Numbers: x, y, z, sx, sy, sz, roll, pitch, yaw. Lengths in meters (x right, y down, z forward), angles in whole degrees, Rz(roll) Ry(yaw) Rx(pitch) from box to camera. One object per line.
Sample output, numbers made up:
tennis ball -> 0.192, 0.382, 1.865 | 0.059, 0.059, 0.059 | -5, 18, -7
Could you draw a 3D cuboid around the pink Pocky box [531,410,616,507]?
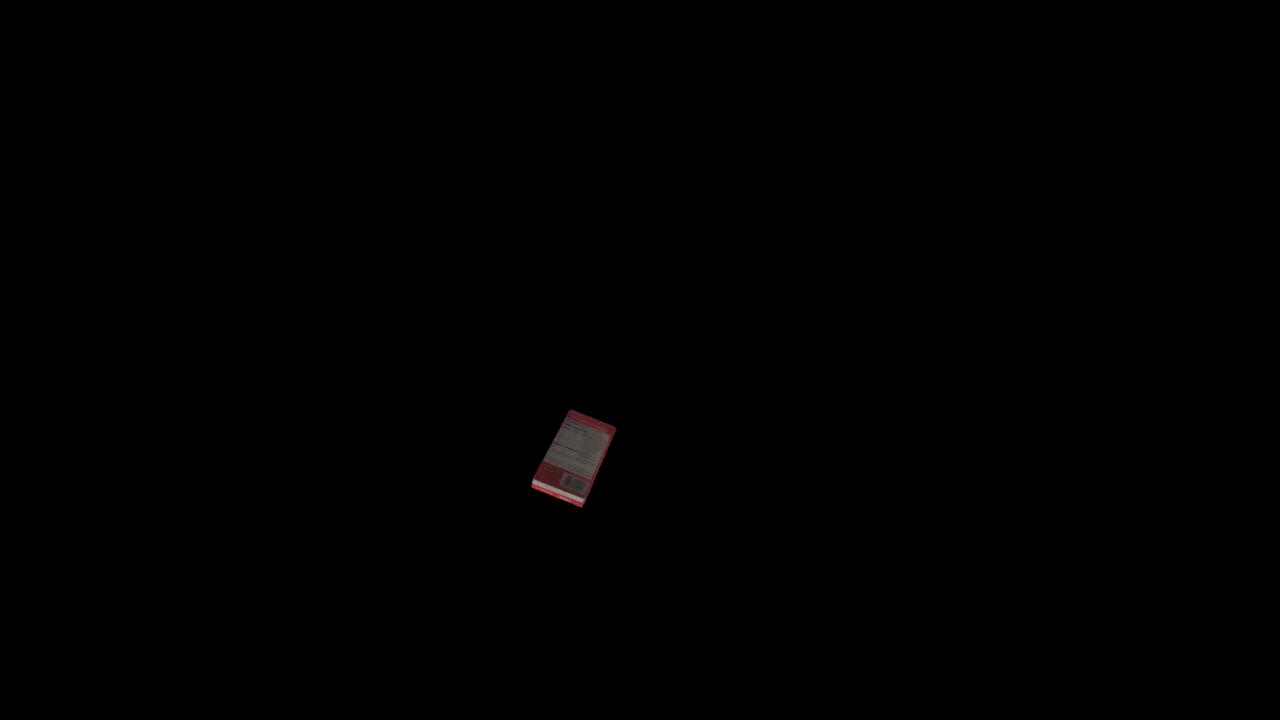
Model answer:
pink Pocky box -> -0.099, 0.149, 0.954 | 0.084, 0.029, 0.155 | 21, 41, 2
